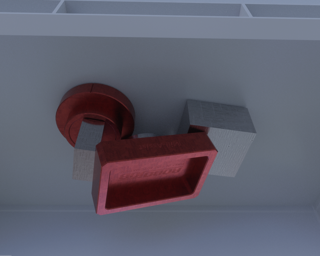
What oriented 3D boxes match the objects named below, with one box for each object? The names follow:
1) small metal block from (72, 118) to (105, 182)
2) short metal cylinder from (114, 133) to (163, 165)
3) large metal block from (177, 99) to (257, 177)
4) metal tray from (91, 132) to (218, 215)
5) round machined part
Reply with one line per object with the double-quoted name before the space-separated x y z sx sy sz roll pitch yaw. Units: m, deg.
"small metal block" -0.082 0.025 0.356 0.025 0.050 0.050 10 130 -8
"short metal cylinder" -0.021 0.051 0.418 0.081 0.050 0.080 -10 144 -7
"large metal block" 0.067 0.015 0.403 0.081 0.050 0.079 7 130 -7
"metal tray" -0.008 0.052 0.355 0.131 0.030 0.089 -5 133 -22
"round machined part" -0.082 -0.004 0.391 0.099 0.042 0.097 -1 130 0
